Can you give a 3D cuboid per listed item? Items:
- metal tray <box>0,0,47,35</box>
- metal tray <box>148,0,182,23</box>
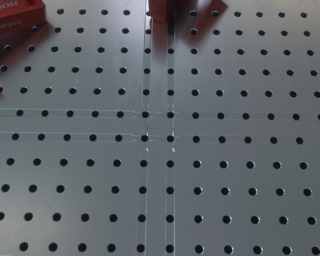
[{"bbox_3d":[-0.248,-0.179,0.453,0.131,0.030,0.090,-29,72,-28],"label":"metal tray"},{"bbox_3d":[0.027,-0.235,0.463,0.030,0.090,0.130,27,72,10],"label":"metal tray"}]
